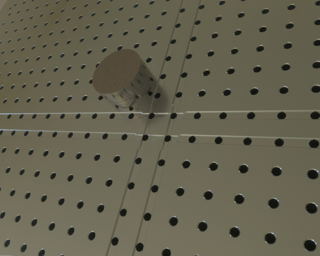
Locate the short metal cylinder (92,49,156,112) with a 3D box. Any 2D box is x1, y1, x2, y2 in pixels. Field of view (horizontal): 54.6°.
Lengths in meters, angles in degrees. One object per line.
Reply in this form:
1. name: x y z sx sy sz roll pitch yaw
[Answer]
1. short metal cylinder: -0.053 -0.071 0.465 0.080 0.050 0.080 -13 56 21
